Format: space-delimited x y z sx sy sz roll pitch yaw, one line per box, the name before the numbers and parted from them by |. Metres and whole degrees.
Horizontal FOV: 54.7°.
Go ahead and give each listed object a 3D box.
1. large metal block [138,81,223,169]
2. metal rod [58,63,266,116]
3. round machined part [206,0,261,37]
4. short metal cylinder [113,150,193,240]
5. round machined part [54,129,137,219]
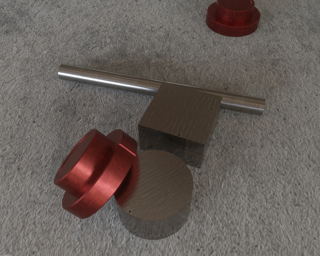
large metal block | 0.027 -0.006 0.392 0.080 0.050 0.080 17 52 13
metal rod | -0.003 -0.058 0.451 0.301 0.025 0.025 11 51 9
round machined part | 0.137 -0.214 0.573 0.099 0.042 0.098 0 50 0
short metal cylinder | -0.007 0.070 0.328 0.081 0.050 0.080 0 50 0
round machined part | -0.071 0.039 0.320 0.042 0.098 0.098 39 50 -19
